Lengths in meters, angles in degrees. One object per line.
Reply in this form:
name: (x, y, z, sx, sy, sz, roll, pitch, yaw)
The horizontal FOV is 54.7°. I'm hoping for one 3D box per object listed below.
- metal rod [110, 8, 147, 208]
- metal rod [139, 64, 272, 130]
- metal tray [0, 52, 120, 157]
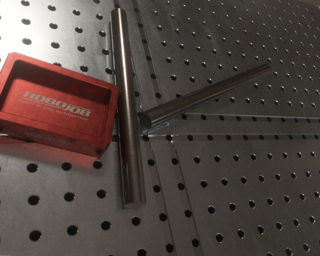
metal rod: (-0.046, -0.046, 0.412, 0.025, 0.025, 0.299, 6, 59, -25)
metal rod: (0.091, -0.060, 0.495, 0.302, 0.025, 0.025, -24, 75, -37)
metal tray: (-0.118, -0.026, 0.357, 0.131, 0.030, 0.090, 17, 55, -19)
